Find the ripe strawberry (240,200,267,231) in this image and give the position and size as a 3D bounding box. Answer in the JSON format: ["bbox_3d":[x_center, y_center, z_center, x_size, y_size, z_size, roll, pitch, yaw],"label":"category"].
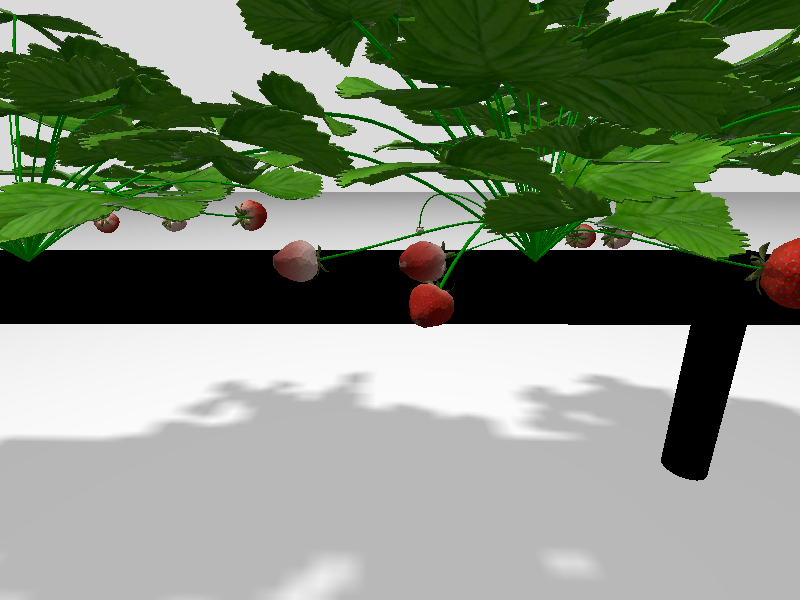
[{"bbox_3d":[-0.205,-0.119,0.565,0.037,0.042,0.040,9,18,28],"label":"ripe strawberry"}]

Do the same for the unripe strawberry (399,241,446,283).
[{"bbox_3d":[0.014,-0.025,0.272,0.029,0.029,0.032,-13,21,-36],"label":"unripe strawberry"}]

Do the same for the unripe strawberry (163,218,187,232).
[{"bbox_3d":[-0.306,-0.106,0.547,0.029,0.026,0.026,2,-4,6],"label":"unripe strawberry"}]

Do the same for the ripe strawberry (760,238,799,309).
[{"bbox_3d":[0.230,-0.014,0.221,0.039,0.041,0.042,-13,22,-37],"label":"ripe strawberry"}]

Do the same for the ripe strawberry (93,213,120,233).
[{"bbox_3d":[-0.394,-0.103,0.541,0.029,0.030,0.031,-5,-15,-17],"label":"ripe strawberry"}]

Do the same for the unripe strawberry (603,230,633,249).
[{"bbox_3d":[0.227,-0.068,0.413,0.028,0.030,0.026,-9,19,-30],"label":"unripe strawberry"}]

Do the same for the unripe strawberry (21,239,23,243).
[{"bbox_3d":[-0.425,-0.075,0.454,0.018,0.021,0.020,-14,15,-40],"label":"unripe strawberry"}]

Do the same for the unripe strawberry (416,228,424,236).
[{"bbox_3d":[0.023,-0.079,0.463,0.009,0.010,0.010,-13,21,-38],"label":"unripe strawberry"}]

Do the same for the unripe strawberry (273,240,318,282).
[{"bbox_3d":[-0.074,-0.027,0.283,0.030,0.030,0.028,-7,18,-19],"label":"unripe strawberry"}]

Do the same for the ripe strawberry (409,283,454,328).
[{"bbox_3d":[0.014,0.003,0.193,0.023,0.019,0.023,10,45,31],"label":"ripe strawberry"}]

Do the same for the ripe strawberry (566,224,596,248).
[{"bbox_3d":[0.189,-0.067,0.417,0.029,0.025,0.029,-15,22,-42],"label":"ripe strawberry"}]

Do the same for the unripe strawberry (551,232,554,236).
[{"bbox_3d":[0.174,-0.074,0.456,0.011,0.011,0.011,8,18,25],"label":"unripe strawberry"}]
